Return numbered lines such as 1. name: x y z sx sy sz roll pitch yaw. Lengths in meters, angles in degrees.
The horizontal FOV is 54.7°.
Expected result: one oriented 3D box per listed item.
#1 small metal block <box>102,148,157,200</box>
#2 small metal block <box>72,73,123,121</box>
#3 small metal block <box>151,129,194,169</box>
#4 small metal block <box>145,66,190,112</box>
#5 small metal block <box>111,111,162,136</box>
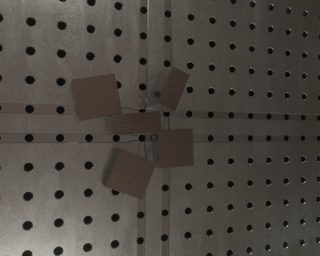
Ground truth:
1. small metal block: -0.039 0.058 0.399 0.050 0.025 0.050 24 82 -19
2. small metal block: -0.078 -0.038 0.384 0.050 0.025 0.050 -13 95 -20
3. small metal block: 0.017 0.026 0.420 0.050 0.025 0.050 -2 91 -20
4. small metal block: 0.008 -0.049 0.403 0.025 0.050 0.050 25 82 -19
5. small metal block: -0.031 -0.006 0.389 0.050 0.050 0.025 -6 92 -20
